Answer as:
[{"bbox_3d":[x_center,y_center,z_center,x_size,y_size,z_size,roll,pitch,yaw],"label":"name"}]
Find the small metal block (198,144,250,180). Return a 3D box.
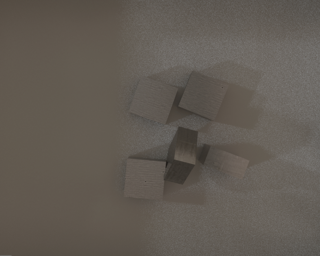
[{"bbox_3d":[0.080,0.042,0.399,0.050,0.050,0.025,21,90,0],"label":"small metal block"}]

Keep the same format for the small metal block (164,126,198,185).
[{"bbox_3d":[0.026,0.035,0.388,0.025,0.050,0.050,15,50,-5],"label":"small metal block"}]

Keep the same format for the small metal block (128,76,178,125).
[{"bbox_3d":[-0.008,-0.036,0.411,0.050,0.025,0.050,19,90,0],"label":"small metal block"}]

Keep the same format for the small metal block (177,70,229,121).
[{"bbox_3d":[0.056,-0.042,0.412,0.050,0.025,0.050,22,90,0],"label":"small metal block"}]

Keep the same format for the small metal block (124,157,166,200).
[{"bbox_3d":[-0.019,0.066,0.411,0.050,0.025,0.050,5,90,0],"label":"small metal block"}]
